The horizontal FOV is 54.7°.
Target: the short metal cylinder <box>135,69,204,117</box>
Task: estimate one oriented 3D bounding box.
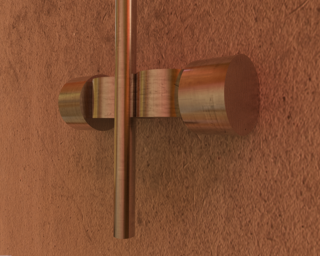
[{"bbox_3d":[0.012,-0.037,0.360,0.080,0.081,0.050,1,91,40],"label":"short metal cylinder"}]

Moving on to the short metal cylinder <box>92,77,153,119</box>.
[{"bbox_3d":[-0.049,-0.037,0.411,0.080,0.081,0.050,1,91,40],"label":"short metal cylinder"}]

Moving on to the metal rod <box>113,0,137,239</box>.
[{"bbox_3d":[-0.040,-0.024,0.359,0.025,0.025,0.298,1,91,40],"label":"metal rod"}]

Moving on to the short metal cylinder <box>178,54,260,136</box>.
[{"bbox_3d":[0.063,-0.033,0.319,0.050,0.081,0.080,1,91,40],"label":"short metal cylinder"}]

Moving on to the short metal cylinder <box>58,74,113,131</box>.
[{"bbox_3d":[-0.099,-0.036,0.452,0.050,0.081,0.080,1,91,40],"label":"short metal cylinder"}]
